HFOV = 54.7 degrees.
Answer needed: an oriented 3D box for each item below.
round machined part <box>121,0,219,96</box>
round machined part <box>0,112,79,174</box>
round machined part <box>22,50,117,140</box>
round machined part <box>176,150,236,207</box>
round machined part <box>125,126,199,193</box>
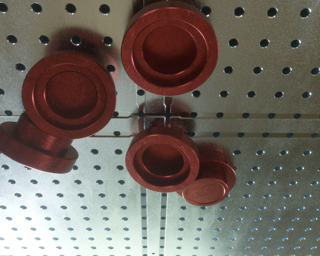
[{"bbox_3d":[0.010,-0.086,0.328,0.099,0.042,0.097,-1,130,0],"label":"round machined part"},{"bbox_3d":[-0.146,0.014,0.383,0.099,0.098,0.042,26,95,-21],"label":"round machined part"},{"bbox_3d":[-0.100,-0.039,0.352,0.099,0.042,0.097,-4,113,-9],"label":"round machined part"},{"bbox_3d":[0.067,0.083,0.472,0.099,0.042,0.097,-1,130,0],"label":"round machined part"},{"bbox_3d":[0.005,0.039,0.426,0.099,0.042,0.097,4,122,6],"label":"round machined part"}]
